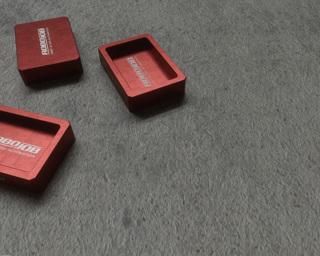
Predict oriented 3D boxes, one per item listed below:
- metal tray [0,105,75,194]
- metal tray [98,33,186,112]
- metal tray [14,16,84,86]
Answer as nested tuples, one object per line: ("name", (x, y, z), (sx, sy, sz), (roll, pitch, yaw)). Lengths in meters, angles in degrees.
("metal tray", (-0.185, 0.020, 0.381), (0.131, 0.030, 0.090), (13, 51, 10))
("metal tray", (-0.030, -0.089, 0.474), (0.091, 0.030, 0.130), (-21, 53, -17))
("metal tray", (-0.184, -0.131, 0.508), (0.091, 0.030, 0.130), (-15, 52, -13))
